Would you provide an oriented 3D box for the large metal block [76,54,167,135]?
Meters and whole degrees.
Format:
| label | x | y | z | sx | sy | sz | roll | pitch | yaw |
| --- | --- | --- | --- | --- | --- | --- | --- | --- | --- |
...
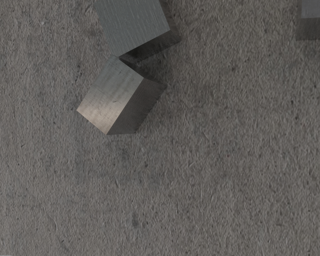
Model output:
| label | x | y | z | sx | sy | sz | roll | pitch | yaw |
| --- | --- | --- | --- | --- | --- | --- | --- | --- | --- |
| large metal block | -0.045 | -0.039 | 0.396 | 0.050 | 0.080 | 0.080 | 38 | 102 | 16 |

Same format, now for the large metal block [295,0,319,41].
| label | x | y | z | sx | sy | sz | roll | pitch | yaw |
| --- | --- | --- | --- | --- | --- | --- | --- | --- | --- |
| large metal block | 0.185 | -0.126 | 0.314 | 0.080 | 0.080 | 0.050 | 3 | 91 | 20 |

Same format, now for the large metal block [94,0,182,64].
| label | x | y | z | sx | sy | sz | roll | pitch | yaw |
| --- | --- | --- | --- | --- | --- | --- | --- | --- | --- |
| large metal block | -0.028 | -0.138 | 0.406 | 0.080 | 0.050 | 0.080 | -23 | 83 | 18 |
